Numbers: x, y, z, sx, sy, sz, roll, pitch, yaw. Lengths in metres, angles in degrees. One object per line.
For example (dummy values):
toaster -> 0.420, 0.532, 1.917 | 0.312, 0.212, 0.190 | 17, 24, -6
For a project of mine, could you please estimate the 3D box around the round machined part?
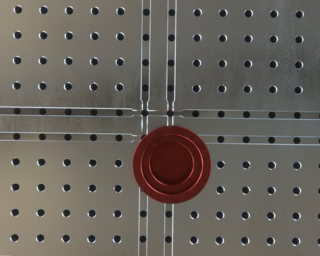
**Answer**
round machined part -> 0.015, 0.045, 0.405 | 0.099, 0.042, 0.097 | 0, 90, 0
